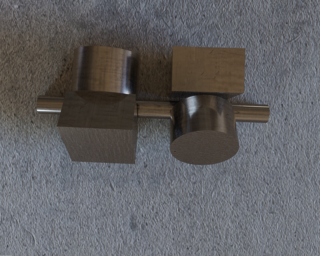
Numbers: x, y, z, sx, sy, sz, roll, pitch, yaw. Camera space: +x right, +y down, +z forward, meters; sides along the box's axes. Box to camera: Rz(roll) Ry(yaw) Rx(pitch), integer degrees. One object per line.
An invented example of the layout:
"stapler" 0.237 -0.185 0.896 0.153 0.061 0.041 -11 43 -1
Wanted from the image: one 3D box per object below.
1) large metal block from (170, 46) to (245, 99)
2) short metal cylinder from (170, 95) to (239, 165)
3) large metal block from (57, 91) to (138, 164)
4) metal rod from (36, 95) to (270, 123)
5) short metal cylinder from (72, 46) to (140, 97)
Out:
"large metal block" 0.054 -0.065 0.384 0.081 0.080 0.050 1 90 0
"short metal cylinder" 0.053 0.004 0.378 0.081 0.080 0.050 2 55 0
"large metal block" -0.070 0.002 0.377 0.081 0.080 0.050 3 56 -1
"metal rod" -0.008 -0.025 0.413 0.302 0.025 0.025 2 90 -1
"short metal cylinder" -0.066 -0.066 0.383 0.080 0.080 0.050 3 90 0
